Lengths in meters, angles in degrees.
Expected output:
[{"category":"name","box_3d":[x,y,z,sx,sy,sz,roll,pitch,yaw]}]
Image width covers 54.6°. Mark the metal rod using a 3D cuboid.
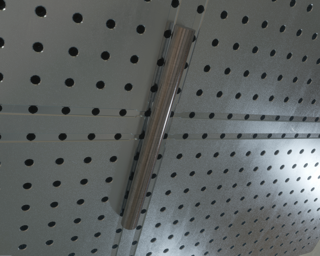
[{"category":"metal rod","box_3d":[-0.009,0.016,0.415,0.025,0.025,0.298,2,118,-29]}]
